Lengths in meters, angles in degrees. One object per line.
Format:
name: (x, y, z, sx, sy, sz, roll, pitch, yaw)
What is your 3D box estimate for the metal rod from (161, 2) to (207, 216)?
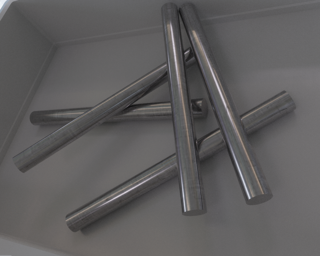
metal rod: (0.024, -0.045, 0.382, 0.025, 0.025, 0.299, -16, 58, 19)

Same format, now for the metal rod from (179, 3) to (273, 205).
metal rod: (0.065, -0.054, 0.370, 0.025, 0.025, 0.299, -23, 53, 14)

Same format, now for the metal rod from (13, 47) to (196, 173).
metal rod: (-0.059, -0.034, 0.422, 0.301, 0.025, 0.025, -33, 51, -8)

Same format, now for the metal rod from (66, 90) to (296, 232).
metal rod: (0.017, 0.044, 0.369, 0.300, 0.025, 0.025, -31, 52, 8)

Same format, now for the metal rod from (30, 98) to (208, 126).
metal rod: (-0.077, -0.021, 0.459, 0.300, 0.025, 0.025, -2, 61, 27)
